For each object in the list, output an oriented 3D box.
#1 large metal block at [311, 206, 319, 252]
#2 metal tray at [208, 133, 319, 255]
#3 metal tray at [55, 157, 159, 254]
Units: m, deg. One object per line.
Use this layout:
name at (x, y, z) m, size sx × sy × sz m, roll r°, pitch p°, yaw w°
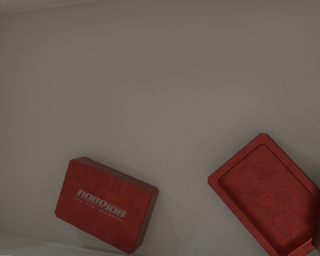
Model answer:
large metal block at (0.189, 0.094, 0.277) m, size 0.050 × 0.080 × 0.079 m, roll 2°, pitch 106°, yaw -7°
metal tray at (0.132, 0.081, 0.361) m, size 0.090 × 0.030 × 0.130 m, roll -44°, pitch 77°, yaw 14°
metal tray at (-0.076, 0.104, 0.434) m, size 0.130 × 0.030 × 0.089 m, roll 20°, pitch 96°, yaw 18°
